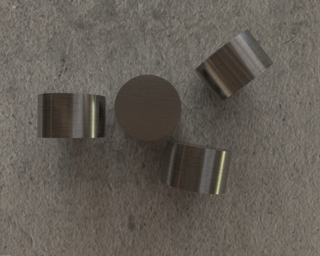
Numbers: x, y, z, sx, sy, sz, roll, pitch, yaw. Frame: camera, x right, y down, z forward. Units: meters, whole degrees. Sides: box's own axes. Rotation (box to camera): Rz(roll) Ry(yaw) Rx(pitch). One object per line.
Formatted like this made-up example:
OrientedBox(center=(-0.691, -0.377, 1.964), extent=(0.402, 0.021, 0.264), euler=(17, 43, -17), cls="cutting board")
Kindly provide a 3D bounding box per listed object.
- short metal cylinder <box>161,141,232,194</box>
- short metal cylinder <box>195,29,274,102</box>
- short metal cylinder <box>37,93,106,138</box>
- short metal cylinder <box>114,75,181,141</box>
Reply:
OrientedBox(center=(0.045, 0.047, 0.383), extent=(0.080, 0.080, 0.050), euler=(9, 90, -1), cls="short metal cylinder")
OrientedBox(center=(0.090, -0.076, 0.384), extent=(0.080, 0.080, 0.050), euler=(-37, 90, 0), cls="short metal cylinder")
OrientedBox(center=(-0.108, -0.014, 0.381), extent=(0.081, 0.080, 0.050), euler=(0, 90, -1), cls="short metal cylinder")
OrientedBox(center=(-0.015, -0.025, 0.397), extent=(0.081, 0.050, 0.079), euler=(0, 90, -1), cls="short metal cylinder")
